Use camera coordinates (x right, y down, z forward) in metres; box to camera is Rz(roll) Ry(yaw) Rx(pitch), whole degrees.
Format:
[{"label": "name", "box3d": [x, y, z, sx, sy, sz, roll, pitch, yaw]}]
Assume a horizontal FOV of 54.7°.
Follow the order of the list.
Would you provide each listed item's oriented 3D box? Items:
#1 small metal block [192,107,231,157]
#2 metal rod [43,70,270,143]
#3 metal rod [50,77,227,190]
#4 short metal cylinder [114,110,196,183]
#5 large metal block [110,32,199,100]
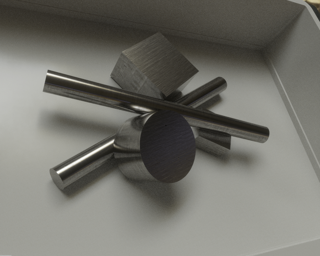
[{"label": "small metal block", "box3d": [0.073, 0.006, 0.439, 0.050, 0.025, 0.050, 24, 53, -14]}, {"label": "metal rod", "box3d": [0.012, -0.021, 0.392, 0.302, 0.025, 0.025, 13, 57, -22]}, {"label": "metal rod", "box3d": [-0.004, -0.010, 0.408, 0.302, 0.025, 0.025, -31, 79, -38]}, {"label": "short metal cylinder", "box3d": [-0.005, 0.022, 0.355, 0.081, 0.050, 0.080, 7, 79, -39]}, {"label": "large metal block", "box3d": [-0.007, -0.076, 0.431, 0.080, 0.050, 0.080, 46, 51, 3]}]
